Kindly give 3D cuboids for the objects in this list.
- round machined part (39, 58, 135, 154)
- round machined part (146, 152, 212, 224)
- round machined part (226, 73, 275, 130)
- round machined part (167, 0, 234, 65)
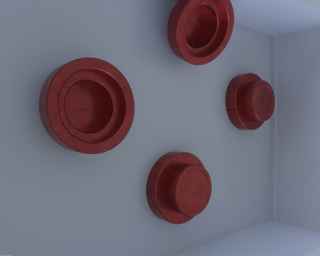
[{"bbox_3d":[-0.079,-0.022,0.329,0.099,0.042,0.097,0,90,-40],"label":"round machined part"},{"bbox_3d":[0.033,0.082,0.423,0.099,0.042,0.097,0,90,-40],"label":"round machined part"},{"bbox_3d":[0.159,-0.045,0.529,0.099,0.042,0.097,0,90,-40],"label":"round machined part"},{"bbox_3d":[0.050,-0.139,0.421,0.099,0.042,0.097,-20,128,-27],"label":"round machined part"}]
